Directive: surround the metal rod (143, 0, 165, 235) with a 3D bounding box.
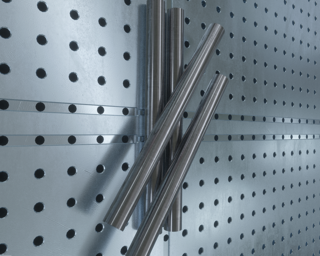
[{"bbox_3d":[-0.008,-0.014,0.402,0.025,0.025,0.298,1,89,-40],"label":"metal rod"}]

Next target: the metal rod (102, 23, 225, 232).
[{"bbox_3d":[0.015,-0.017,0.389,0.025,0.025,0.300,42,65,-32],"label":"metal rod"}]

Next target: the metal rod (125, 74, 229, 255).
[{"bbox_3d":[0.023,0.053,0.394,0.025,0.025,0.300,42,65,-32],"label":"metal rod"}]

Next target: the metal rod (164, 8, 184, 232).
[{"bbox_3d":[0.019,-0.011,0.425,0.025,0.025,0.298,1,89,-40],"label":"metal rod"}]
